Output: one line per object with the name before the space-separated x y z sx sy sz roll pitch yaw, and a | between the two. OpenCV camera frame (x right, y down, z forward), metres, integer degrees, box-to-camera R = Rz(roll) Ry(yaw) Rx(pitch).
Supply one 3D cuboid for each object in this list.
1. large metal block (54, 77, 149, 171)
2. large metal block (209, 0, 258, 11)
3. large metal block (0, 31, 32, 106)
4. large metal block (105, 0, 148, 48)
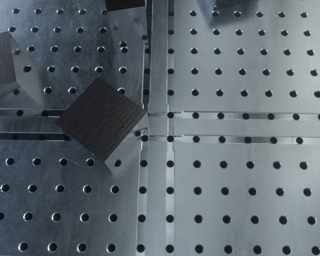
large metal block | -0.072 -0.005 0.400 0.080 0.050 0.080 36 74 12
large metal block | 0.113 -0.242 0.488 0.080 0.050 0.080 -15 71 -6
large metal block | -0.232 -0.076 0.425 0.080 0.050 0.080 -16 71 -6
large metal block | -0.051 -0.175 0.446 0.050 0.080 0.080 -11 71 -4
